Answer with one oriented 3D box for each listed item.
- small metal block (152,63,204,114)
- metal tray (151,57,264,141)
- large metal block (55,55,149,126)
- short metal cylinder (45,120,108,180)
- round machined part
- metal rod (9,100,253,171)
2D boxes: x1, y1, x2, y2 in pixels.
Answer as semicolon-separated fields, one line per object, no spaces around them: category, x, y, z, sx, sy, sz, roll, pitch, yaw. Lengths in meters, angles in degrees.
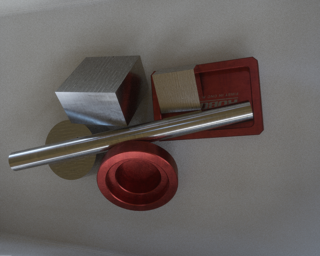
small metal block;0.023;-0.048;0.377;0.050;0.025;0.050;-5;115;20
metal tray;0.057;-0.032;0.385;0.130;0.030;0.089;-5;88;19
large metal block;-0.070;-0.049;0.395;0.080;0.080;0.050;3;133;20
short metal cylinder;-0.111;0.029;0.432;0.080;0.050;0.079;0;90;19
round machined part;-0.027;0.055;0.391;0.099;0.042;0.097;1;122;2
metal rod;-0.041;0.011;0.378;0.301;0.025;0.025;-12;86;8
